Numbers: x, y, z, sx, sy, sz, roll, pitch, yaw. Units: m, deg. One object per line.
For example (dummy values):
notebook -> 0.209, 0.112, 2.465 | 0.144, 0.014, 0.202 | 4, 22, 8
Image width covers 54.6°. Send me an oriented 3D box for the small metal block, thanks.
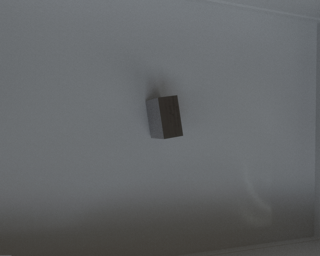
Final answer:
small metal block -> 0.004, -0.013, 0.395 | 0.025, 0.050, 0.050 | -9, 93, -20
